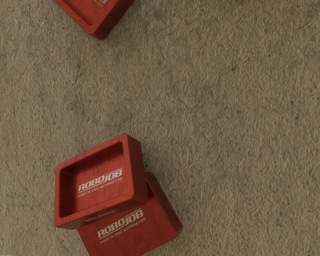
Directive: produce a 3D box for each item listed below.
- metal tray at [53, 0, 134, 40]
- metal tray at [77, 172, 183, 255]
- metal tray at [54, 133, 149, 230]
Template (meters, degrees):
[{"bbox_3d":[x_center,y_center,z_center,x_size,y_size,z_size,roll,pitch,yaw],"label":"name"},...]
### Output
[{"bbox_3d":[-0.104,-0.201,0.443,0.130,0.030,0.090,45,104,14],"label":"metal tray"},{"bbox_3d":[-0.047,0.130,0.423,0.130,0.030,0.090,-33,80,17],"label":"metal tray"},{"bbox_3d":[-0.082,0.072,0.411,0.130,0.030,0.090,-25,56,22],"label":"metal tray"}]
